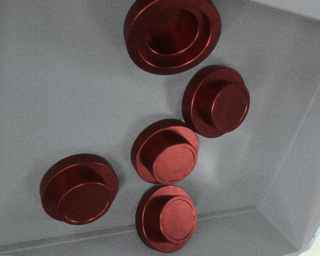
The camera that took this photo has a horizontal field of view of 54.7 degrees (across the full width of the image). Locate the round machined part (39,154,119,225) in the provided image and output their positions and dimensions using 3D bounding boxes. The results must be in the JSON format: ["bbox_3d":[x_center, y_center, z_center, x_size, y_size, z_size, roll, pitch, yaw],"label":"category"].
[{"bbox_3d":[-0.100,0.085,0.397,0.099,0.042,0.097,-14,125,-21],"label":"round machined part"}]

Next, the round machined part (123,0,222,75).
[{"bbox_3d":[0.010,-0.106,0.325,0.099,0.042,0.097,-11,144,-8],"label":"round machined part"}]

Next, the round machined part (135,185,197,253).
[{"bbox_3d":[0.016,0.134,0.459,0.099,0.042,0.097,7,77,-35],"label":"round machined part"}]

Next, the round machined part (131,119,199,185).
[{"bbox_3d":[0.013,0.040,0.431,0.099,0.042,0.097,-14,125,-21],"label":"round machined part"}]

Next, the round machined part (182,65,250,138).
[{"bbox_3d":[0.081,-0.032,0.412,0.099,0.042,0.097,-14,116,-31],"label":"round machined part"}]
